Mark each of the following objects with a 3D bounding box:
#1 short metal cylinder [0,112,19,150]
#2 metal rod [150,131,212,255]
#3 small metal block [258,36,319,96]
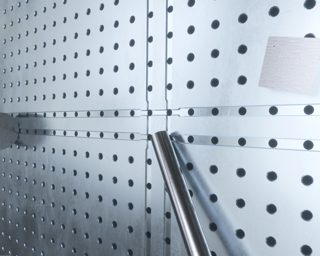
[{"bbox_3d":[-0.356,0.005,0.668,0.050,0.081,0.079,6,94,40],"label":"short metal cylinder"},{"bbox_3d":[0.043,0.137,0.344,0.025,0.025,0.299,-38,58,33],"label":"metal rod"},{"bbox_3d":[0.130,-0.061,0.302,0.050,0.025,0.050,16,100,38],"label":"small metal block"}]
